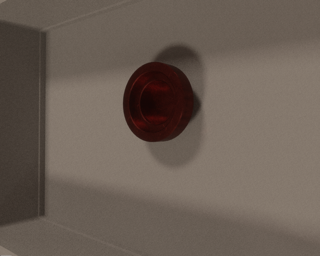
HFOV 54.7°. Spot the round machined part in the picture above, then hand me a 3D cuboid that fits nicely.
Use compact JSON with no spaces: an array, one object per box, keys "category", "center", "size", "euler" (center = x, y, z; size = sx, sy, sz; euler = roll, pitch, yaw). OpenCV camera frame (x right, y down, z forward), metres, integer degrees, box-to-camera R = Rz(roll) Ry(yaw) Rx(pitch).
[{"category":"round machined part","center":[0.002,-0.032,0.392],"size":[0.098,0.042,0.097],"euler":[0,90,39]}]
